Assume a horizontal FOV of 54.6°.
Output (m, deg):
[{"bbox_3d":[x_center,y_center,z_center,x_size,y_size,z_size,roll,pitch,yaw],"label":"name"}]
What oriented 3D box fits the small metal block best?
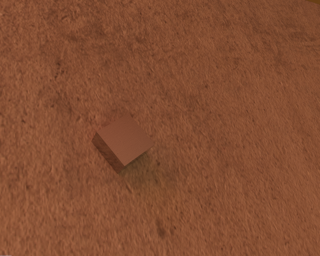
[{"bbox_3d":[-0.044,0.018,0.369,0.050,0.025,0.050,-35,81,-38],"label":"small metal block"}]
